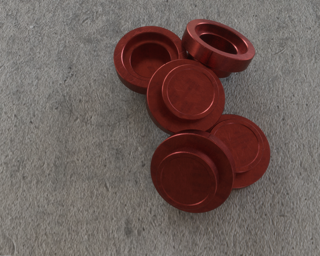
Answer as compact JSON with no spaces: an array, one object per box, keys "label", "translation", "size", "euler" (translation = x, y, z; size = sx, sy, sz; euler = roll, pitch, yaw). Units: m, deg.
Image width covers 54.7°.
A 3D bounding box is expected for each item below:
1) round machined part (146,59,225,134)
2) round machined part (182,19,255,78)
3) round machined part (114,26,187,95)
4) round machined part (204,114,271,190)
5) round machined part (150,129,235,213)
[{"label":"round machined part","translation":[0.033,-0.039,0.380],"size":[0.099,0.042,0.097],"euler":[1,80,-8]},{"label":"round machined part","translation":[0.076,-0.105,0.425],"size":[0.099,0.042,0.098],"euler":[13,42,-12]},{"label":"round machined part","translation":[-0.013,-0.089,0.433],"size":[0.099,0.042,0.098],"euler":[0,70,-1]},{"label":"round machined part","translation":[0.091,0.027,0.391],"size":[0.099,0.042,0.098],"euler":[0,70,-1]},{"label":"round machined part","translation":[0.034,0.053,0.354],"size":[0.098,0.042,0.097],"euler":[5,105,18]}]
